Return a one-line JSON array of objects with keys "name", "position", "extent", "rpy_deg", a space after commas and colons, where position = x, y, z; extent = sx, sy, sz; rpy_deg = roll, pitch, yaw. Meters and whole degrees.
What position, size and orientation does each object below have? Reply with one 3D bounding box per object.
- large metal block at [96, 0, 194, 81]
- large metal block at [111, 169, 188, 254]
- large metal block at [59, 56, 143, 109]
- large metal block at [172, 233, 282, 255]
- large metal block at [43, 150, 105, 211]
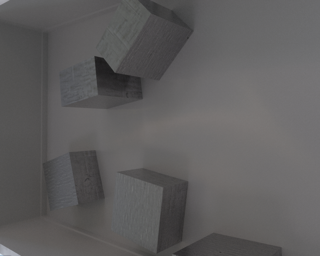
[{"name": "large metal block", "position": [-0.019, -0.111, 0.387], "extent": [0.050, 0.081, 0.080], "rpy_deg": [52, 121, 27]}, {"name": "large metal block", "position": [-0.015, 0.102, 0.403], "extent": [0.080, 0.050, 0.079], "rpy_deg": [10, 96, 39]}, {"name": "large metal block", "position": [-0.084, -0.060, 0.440], "extent": [0.080, 0.081, 0.050], "rpy_deg": [-10, 84, 39]}, {"name": "large metal block", "position": [0.069, 0.149, 0.314], "extent": [0.080, 0.081, 0.050], "rpy_deg": [-2, 89, 40]}, {"name": "large metal block", "position": [-0.143, 0.086, 0.509], "extent": [0.080, 0.050, 0.080], "rpy_deg": [-22, 76, 38]}]
